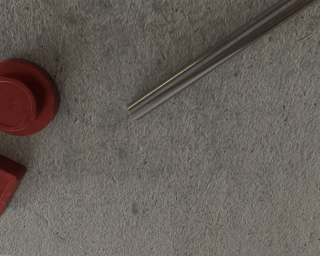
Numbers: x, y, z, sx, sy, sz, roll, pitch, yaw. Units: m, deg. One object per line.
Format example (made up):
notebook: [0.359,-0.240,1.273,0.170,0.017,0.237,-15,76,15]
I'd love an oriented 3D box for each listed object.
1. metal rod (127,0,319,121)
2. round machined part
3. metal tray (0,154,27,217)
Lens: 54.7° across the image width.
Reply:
metal rod: [0.088,-0.100,0.373,0.300,0.025,0.025,-33,107,11]
round machined part: [-0.181,-0.035,0.386,0.099,0.042,0.097,0,110,0]
metal tray: [-0.267,0.066,0.428,0.130,0.030,0.090,30,107,-11]
